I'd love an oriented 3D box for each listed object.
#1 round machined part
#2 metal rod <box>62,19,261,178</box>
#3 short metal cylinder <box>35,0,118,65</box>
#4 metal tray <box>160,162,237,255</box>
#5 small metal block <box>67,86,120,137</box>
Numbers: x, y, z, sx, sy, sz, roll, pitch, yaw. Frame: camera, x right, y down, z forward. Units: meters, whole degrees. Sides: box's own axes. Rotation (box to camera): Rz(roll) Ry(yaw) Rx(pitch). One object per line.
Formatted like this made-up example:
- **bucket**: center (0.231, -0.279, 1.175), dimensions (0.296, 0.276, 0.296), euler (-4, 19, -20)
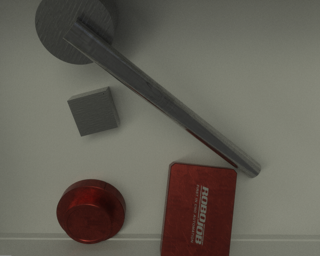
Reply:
- **round machined part**: center (-0.100, 0.127, 0.448), dimensions (0.099, 0.042, 0.097), euler (0, 110, -1)
- **metal rod**: center (0.021, -0.020, 0.373), dimensions (0.301, 0.025, 0.025), euler (36, 106, -25)
- **short metal cylinder**: center (-0.089, -0.117, 0.343), dimensions (0.081, 0.050, 0.079), euler (-1, 126, -2)
- **metal tray**: center (0.052, 0.116, 0.426), dimensions (0.091, 0.030, 0.129), euler (7, 87, -3)
- **small metal block**: center (-0.085, -0.022, 0.402), dimensions (0.050, 0.025, 0.050), euler (-14, 110, 5)
